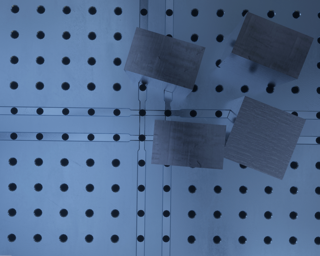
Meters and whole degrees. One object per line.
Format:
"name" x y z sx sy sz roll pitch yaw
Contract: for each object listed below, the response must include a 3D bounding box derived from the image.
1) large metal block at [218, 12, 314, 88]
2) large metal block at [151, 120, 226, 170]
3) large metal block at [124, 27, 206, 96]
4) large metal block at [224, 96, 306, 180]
"large metal block" 0.126 -0.093 0.388 0.080 0.080 0.050 22 90 -1
"large metal block" 0.032 0.018 0.386 0.081 0.080 0.050 5 90 -1
"large metal block" 0.005 -0.078 0.386 0.080 0.080 0.050 17 90 -1
"large metal block" 0.126 0.012 0.403 0.080 0.050 0.080 21 90 -1
